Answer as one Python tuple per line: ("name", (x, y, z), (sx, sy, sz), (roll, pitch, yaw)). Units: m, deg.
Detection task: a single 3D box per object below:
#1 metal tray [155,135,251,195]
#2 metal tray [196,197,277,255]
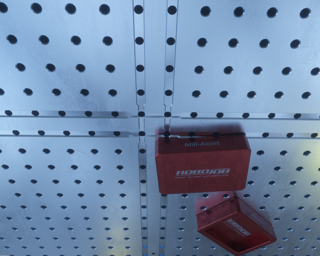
("metal tray", (0.061, 0.056, 0.457), (0.131, 0.030, 0.089), (-4, 130, 2))
("metal tray", (0.140, 0.185, 0.567), (0.090, 0.030, 0.130), (-35, 123, 25))
